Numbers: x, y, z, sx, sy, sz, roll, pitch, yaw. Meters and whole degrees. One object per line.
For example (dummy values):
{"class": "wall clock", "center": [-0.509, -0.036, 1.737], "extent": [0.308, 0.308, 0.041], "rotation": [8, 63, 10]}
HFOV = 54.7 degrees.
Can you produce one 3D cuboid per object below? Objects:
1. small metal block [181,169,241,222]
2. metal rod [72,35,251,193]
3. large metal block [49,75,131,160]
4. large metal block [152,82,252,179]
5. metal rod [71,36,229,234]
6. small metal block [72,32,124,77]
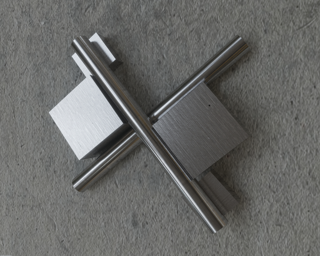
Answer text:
{"class": "small metal block", "center": [0.064, 0.087, 0.388], "extent": [0.050, 0.025, 0.050], "rotation": [-45, 76, 14]}
{"class": "metal rod", "center": [-0.008, -0.010, 0.414], "extent": [0.299, 0.025, 0.025], "rotation": [-40, 77, 15]}
{"class": "large metal block", "center": [-0.090, -0.014, 0.427], "extent": [0.080, 0.050, 0.080], "rotation": [-39, 78, 16]}
{"class": "large metal block", "center": [0.052, 0.003, 0.378], "extent": [0.080, 0.050, 0.080], "rotation": [-41, 77, 15]}
{"class": "metal rod", "center": [-0.020, -0.001, 0.390], "extent": [0.025, 0.025, 0.300], "rotation": [-41, 77, 15]}
{"class": "small metal block", "center": [-0.089, -0.098, 0.442], "extent": [0.050, 0.025, 0.050], "rotation": [-39, 78, 15]}
